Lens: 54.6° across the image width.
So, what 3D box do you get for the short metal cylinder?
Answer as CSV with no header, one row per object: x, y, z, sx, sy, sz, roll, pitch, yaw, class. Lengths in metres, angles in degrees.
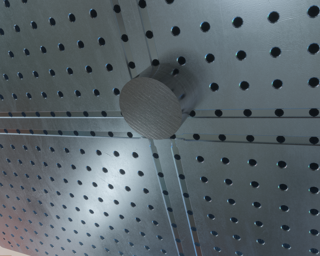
-0.002,-0.033,0.376,0.080,0.050,0.080,13,124,21,short metal cylinder
